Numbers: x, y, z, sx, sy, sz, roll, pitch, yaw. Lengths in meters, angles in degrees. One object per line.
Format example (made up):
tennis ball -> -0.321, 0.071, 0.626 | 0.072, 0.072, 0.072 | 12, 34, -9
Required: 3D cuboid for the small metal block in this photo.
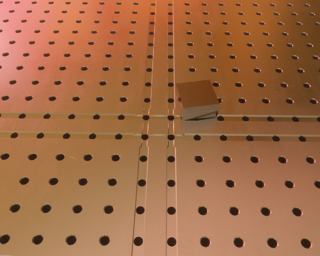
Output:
small metal block -> 0.052, -0.040, 0.442 | 0.050, 0.025, 0.050 | -8, 50, -6
